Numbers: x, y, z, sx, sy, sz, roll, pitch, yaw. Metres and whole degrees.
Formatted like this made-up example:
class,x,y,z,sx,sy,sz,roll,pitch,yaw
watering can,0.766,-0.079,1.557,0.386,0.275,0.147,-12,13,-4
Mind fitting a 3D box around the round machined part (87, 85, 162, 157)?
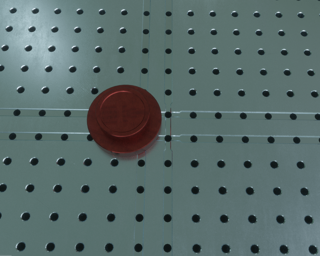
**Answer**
class,x,y,z,sx,sy,sz,roll,pitch,yaw
round machined part,-0.047,-0.014,0.407,0.099,0.042,0.098,0,70,-1
